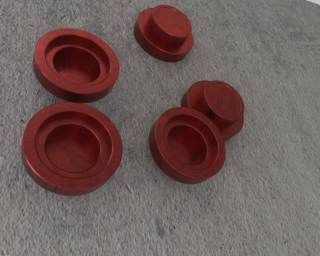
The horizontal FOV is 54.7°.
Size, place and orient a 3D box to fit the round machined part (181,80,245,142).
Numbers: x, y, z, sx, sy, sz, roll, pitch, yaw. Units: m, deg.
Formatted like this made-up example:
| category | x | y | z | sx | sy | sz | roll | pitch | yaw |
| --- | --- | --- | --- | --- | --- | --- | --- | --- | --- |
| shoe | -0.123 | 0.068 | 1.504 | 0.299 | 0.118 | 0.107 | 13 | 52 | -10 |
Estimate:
| category | x | y | z | sx | sy | sz | roll | pitch | yaw |
| --- | --- | --- | --- | --- | --- | --- | --- | --- | --- |
| round machined part | 0.084 | -0.031 | 0.457 | 0.099 | 0.042 | 0.098 | 14 | 56 | -21 |

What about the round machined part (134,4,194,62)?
| category | x | y | z | sx | sy | sz | roll | pitch | yaw |
| --- | --- | --- | --- | --- | --- | --- | --- | --- | --- |
| round machined part | 0.011 | -0.157 | 0.494 | 0.099 | 0.042 | 0.098 | 14 | 56 | -21 |

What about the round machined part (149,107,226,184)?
| category | x | y | z | sx | sy | sz | roll | pitch | yaw |
| --- | --- | --- | --- | --- | --- | --- | --- | --- | --- |
| round machined part | 0.031 | 0.025 | 0.394 | 0.099 | 0.042 | 0.098 | 14 | 56 | -21 |

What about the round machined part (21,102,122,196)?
| category | x | y | z | sx | sy | sz | roll | pitch | yaw |
| --- | --- | --- | --- | --- | --- | --- | --- | --- | --- |
| round machined part | -0.093 | 0.025 | 0.327 | 0.099 | 0.042 | 0.098 | 14 | 56 | -21 |

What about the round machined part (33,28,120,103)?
| category | x | y | z | sx | sy | sz | roll | pitch | yaw |
| --- | --- | --- | --- | --- | --- | --- | --- | --- | --- |
| round machined part | -0.103 | -0.071 | 0.381 | 0.099 | 0.042 | 0.098 | 14 | 56 | -21 |
